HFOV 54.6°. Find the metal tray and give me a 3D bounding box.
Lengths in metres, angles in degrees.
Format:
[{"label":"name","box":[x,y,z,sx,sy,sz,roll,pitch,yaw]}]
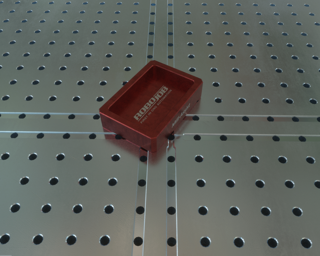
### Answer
[{"label":"metal tray","box":[-0.009,-0.036,0.434,0.090,0.030,0.130,26,55,20]}]
